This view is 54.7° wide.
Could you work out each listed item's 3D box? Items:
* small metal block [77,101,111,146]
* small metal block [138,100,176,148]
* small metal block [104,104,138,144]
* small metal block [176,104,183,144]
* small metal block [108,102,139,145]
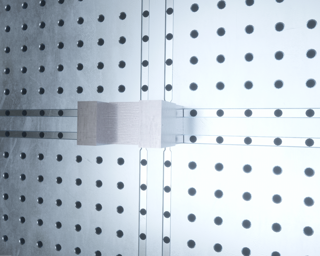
[{"bbox_3d":[-0.073,-0.005,0.370,0.025,0.050,0.050,1,90,20],"label":"small metal block"},{"bbox_3d":[-0.002,-0.004,0.344,0.025,0.050,0.050,1,90,20],"label":"small metal block"},{"bbox_3d":[-0.051,-0.005,0.415,0.025,0.050,0.050,1,90,20],"label":"small metal block"},{"bbox_3d":[0.011,-0.004,0.394,0.025,0.050,0.050,-1,90,20],"label":"small metal block"},{"bbox_3d":[-0.033,-0.006,0.371,0.050,0.025,0.050,1,90,19],"label":"small metal block"}]
